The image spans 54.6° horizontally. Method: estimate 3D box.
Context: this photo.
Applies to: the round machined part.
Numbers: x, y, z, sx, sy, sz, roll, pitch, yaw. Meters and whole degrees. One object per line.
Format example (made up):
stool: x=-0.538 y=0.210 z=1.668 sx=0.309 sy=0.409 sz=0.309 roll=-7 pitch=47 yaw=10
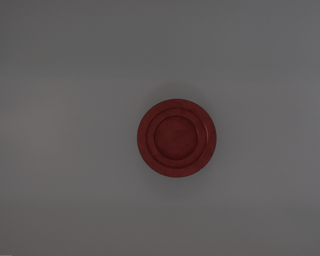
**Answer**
round machined part: x=0.021 y=0.013 z=0.403 sx=0.099 sy=0.042 sz=0.097 roll=0 pitch=90 yaw=0
